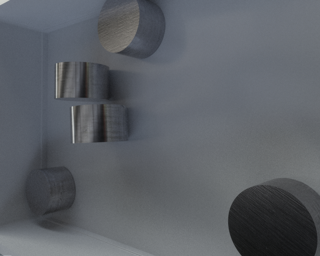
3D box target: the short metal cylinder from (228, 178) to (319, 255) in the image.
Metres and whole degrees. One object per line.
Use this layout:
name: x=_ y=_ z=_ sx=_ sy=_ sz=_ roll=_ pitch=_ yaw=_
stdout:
short metal cylinder: x=0.114 y=0.091 z=0.297 sx=0.080 sy=0.050 sz=0.080 roll=0 pitch=90 yaw=40

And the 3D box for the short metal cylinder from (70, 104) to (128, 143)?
short metal cylinder: x=-0.086 y=-0.005 z=0.443 sx=0.080 sy=0.081 sz=0.050 roll=-4 pitch=88 yaw=40

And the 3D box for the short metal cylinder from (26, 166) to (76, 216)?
short metal cylinder: x=-0.196 y=0.111 z=0.553 sx=0.080 sy=0.050 sz=0.080 roll=0 pitch=90 yaw=40

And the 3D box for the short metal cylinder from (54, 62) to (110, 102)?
short metal cylinder: x=-0.117 y=-0.067 z=0.468 sx=0.080 sy=0.081 sz=0.050 roll=1 pitch=91 yaw=40

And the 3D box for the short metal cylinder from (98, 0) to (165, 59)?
short metal cylinder: x=-0.040 y=-0.139 z=0.423 sx=0.080 sy=0.050 sz=0.080 roll=0 pitch=90 yaw=40
